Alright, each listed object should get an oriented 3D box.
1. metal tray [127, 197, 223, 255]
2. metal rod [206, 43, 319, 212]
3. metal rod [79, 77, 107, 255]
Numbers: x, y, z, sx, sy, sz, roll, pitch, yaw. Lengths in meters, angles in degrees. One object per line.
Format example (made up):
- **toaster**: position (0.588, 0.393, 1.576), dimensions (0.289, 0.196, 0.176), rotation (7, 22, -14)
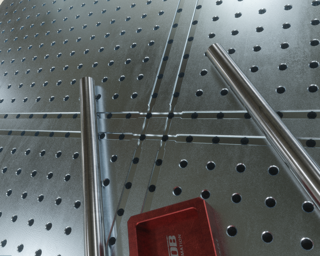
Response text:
- **metal tray**: position (0.018, 0.144, 0.306), dimensions (0.090, 0.030, 0.130), rotation (-20, 54, 16)
- **metal rod**: position (0.125, 0.000, 0.341), dimensions (0.025, 0.025, 0.300), rotation (-31, 52, 8)
- **metal rod**: position (-0.096, 0.043, 0.430), dimensions (0.025, 0.025, 0.299), rotation (-22, 53, 14)
